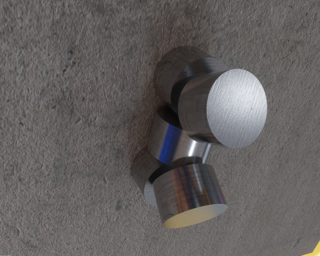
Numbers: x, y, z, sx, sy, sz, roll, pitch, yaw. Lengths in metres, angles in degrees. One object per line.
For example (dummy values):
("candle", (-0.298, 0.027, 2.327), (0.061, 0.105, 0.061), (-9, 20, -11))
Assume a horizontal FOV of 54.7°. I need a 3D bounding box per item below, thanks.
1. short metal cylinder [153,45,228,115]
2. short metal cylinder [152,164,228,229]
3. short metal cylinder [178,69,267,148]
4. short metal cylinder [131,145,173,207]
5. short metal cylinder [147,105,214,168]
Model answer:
("short metal cylinder", (0.038, -0.055, 0.379), (0.081, 0.050, 0.079), (-14, 124, -21))
("short metal cylinder", (0.035, 0.084, 0.378), (0.081, 0.050, 0.080), (-13, 150, -7))
("short metal cylinder", (0.067, -0.020, 0.332), (0.081, 0.050, 0.079), (-2, 94, -29))
("short metal cylinder", (0.005, 0.063, 0.434), (0.081, 0.050, 0.079), (-14, 124, -21))
("short metal cylinder", (0.029, 0.009, 0.395), (0.081, 0.080, 0.050), (1, 118, -29))
